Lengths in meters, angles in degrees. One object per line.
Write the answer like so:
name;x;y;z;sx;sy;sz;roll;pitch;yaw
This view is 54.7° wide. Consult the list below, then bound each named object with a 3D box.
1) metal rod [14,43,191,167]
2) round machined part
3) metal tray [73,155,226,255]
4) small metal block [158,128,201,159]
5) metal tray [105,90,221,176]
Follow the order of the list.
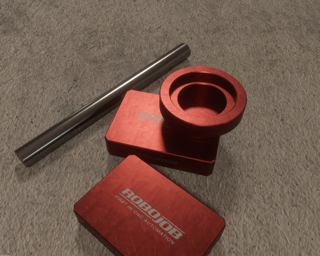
metal rod;-0.062;-0.046;0.440;0.025;0.025;0.302;36;58;26
round machined part;0.048;-0.026;0.366;0.099;0.042;0.098;1;50;-1
metal tray;-0.012;0.096;0.320;0.130;0.030;0.090;33;57;24
small metal block;0.026;0.014;0.392;0.050;0.025;0.050;7;50;5
metal tray;0.008;0.003;0.388;0.131;0.030;0.090;12;50;9
